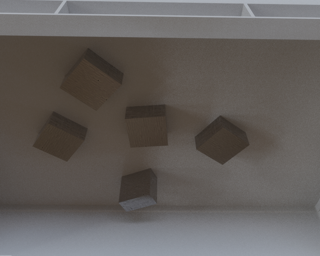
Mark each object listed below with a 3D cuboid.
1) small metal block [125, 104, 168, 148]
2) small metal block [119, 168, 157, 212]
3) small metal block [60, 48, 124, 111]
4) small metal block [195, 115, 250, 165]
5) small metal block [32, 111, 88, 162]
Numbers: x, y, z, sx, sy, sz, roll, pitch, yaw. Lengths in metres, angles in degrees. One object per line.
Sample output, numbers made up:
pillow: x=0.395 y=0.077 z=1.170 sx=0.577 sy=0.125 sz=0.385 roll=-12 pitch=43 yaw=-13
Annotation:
small metal block: x=-0.016 y=-0.002 z=0.407 sx=0.050 sy=0.025 sz=0.050 roll=-4 pitch=130 yaw=3
small metal block: x=-0.032 y=0.094 z=0.472 sx=0.050 sy=0.050 sz=0.025 roll=-18 pitch=128 yaw=15
small metal block: x=-0.079 y=-0.055 z=0.361 sx=0.050 sy=0.025 sz=0.050 roll=34 pitch=122 yaw=-26
small metal block: x=0.084 y=0.018 z=0.425 sx=0.050 sy=0.025 sz=0.050 roll=31 pitch=124 yaw=-24
small metal block: x=-0.134 y=0.013 z=0.418 sx=0.050 sy=0.025 sz=0.050 roll=30 pitch=124 yaw=-23
